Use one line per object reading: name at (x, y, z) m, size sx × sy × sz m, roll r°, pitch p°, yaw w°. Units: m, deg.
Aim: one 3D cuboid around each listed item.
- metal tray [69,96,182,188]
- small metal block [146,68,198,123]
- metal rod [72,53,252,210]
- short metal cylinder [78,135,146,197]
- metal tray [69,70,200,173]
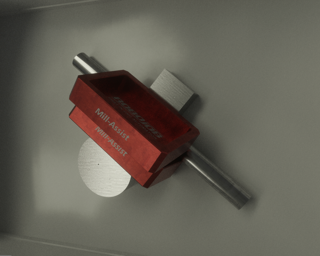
metal tray at (-0.039, 0.014, 0.387) m, size 0.130 × 0.090 × 0.030 m, roll 41°, pitch 103°, yaw 15°
small metal block at (0.013, -0.041, 0.404) m, size 0.050 × 0.025 × 0.050 m, roll 42°, pitch 103°, yaw 14°
metal rod at (-0.007, -0.005, 0.412) m, size 0.300 × 0.025 × 0.025 m, roll 41°, pitch 103°, yaw 15°
short metal cylinder at (-0.060, 0.045, 0.410) m, size 0.080 × 0.050 × 0.079 m, roll 4°, pitch 98°, yaw 24°
metal tray at (-0.027, -0.015, 0.356) m, size 0.130 × 0.091 × 0.030 m, roll 41°, pitch 120°, yaw 15°
